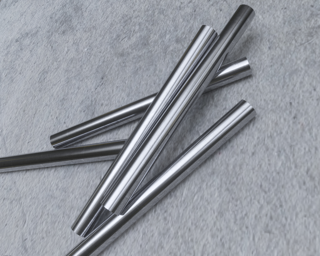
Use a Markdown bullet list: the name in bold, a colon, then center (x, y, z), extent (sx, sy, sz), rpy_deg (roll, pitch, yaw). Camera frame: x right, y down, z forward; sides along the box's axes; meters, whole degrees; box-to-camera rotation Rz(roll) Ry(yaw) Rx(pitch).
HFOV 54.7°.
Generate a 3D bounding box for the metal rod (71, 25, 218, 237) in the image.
- **metal rod**: center (-0.017, 0.000, 0.388), extent (0.025, 0.025, 0.299), rpy_deg (29, 84, 37)

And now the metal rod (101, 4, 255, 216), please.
- **metal rod**: center (0.028, -0.030, 0.373), extent (0.025, 0.025, 0.300), rpy_deg (26, 76, 36)

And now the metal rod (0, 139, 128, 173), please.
- **metal rod**: center (-0.177, 0.047, 0.465), extent (0.301, 0.025, 0.025), rpy_deg (-9, 58, 23)

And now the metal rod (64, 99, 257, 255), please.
- **metal rod**: center (-0.009, 0.075, 0.361), extent (0.300, 0.025, 0.025), rpy_deg (-41, 51, -1)

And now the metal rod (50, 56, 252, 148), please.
- **metal rod**: center (-0.023, -0.029, 0.432), extent (0.301, 0.025, 0.025), rpy_deg (-20, 54, 15)
